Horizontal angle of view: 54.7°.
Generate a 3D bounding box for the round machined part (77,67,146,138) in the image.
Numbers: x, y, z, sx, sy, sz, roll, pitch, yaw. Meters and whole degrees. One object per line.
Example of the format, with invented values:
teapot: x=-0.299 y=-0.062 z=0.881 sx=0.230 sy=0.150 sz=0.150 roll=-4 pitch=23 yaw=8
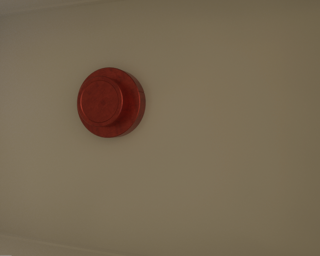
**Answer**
round machined part: x=-0.073 y=-0.035 z=0.426 sx=0.098 sy=0.042 sz=0.097 roll=0 pitch=90 yaw=19
